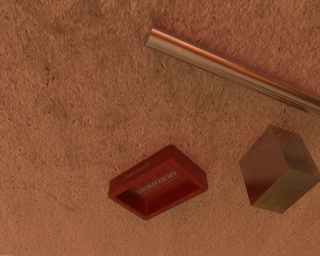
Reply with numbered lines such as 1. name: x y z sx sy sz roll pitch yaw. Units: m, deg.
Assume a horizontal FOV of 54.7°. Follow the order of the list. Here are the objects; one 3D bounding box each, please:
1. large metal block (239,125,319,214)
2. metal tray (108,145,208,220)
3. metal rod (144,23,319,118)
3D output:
1. large metal block: 0.158 0.056 0.422 0.050 0.080 0.079 17 128 -15
2. metal tray: -0.004 0.089 0.479 0.130 0.030 0.090 -33 123 24
3. metal rod: 0.125 -0.051 0.365 0.302 0.025 0.025 19 128 -16
